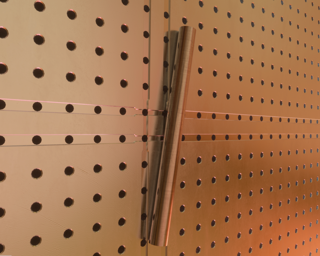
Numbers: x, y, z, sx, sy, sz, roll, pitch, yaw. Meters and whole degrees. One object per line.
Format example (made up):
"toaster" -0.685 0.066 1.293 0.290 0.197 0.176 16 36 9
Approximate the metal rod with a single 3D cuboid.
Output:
"metal rod" 0.019 0.006 0.426 0.025 0.025 0.298 14 81 -40
